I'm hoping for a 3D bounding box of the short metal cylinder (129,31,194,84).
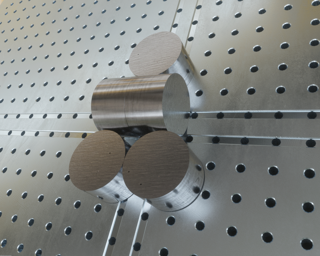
[{"bbox_3d":[0.003,-0.091,0.445,0.080,0.050,0.080,-13,56,20],"label":"short metal cylinder"}]

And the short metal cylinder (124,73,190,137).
[{"bbox_3d":[-0.001,-0.027,0.389,0.050,0.080,0.080,0,62,28],"label":"short metal cylinder"}]

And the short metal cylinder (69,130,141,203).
[{"bbox_3d":[-0.067,0.049,0.394,0.080,0.050,0.080,-13,56,20],"label":"short metal cylinder"}]

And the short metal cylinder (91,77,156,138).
[{"bbox_3d":[-0.045,-0.027,0.412,0.050,0.080,0.080,0,62,28],"label":"short metal cylinder"}]

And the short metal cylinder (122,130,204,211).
[{"bbox_3d":[0.004,0.049,0.356,0.080,0.050,0.080,-13,56,20],"label":"short metal cylinder"}]
